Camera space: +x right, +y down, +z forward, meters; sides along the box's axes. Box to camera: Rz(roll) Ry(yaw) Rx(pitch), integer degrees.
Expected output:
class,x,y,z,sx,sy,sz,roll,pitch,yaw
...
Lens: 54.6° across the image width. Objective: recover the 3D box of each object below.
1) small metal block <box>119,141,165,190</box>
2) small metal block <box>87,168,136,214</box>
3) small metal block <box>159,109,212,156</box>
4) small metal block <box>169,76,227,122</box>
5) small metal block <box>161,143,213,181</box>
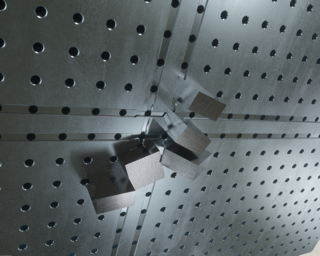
class,x,y,z,sx,sy,sz,roll,pitch,yaw
small metal block,-0.024,0.053,0.430,0.050,0.025,0.050,-22,127,-16
small metal block,-0.065,0.082,0.409,0.050,0.050,0.025,-8,122,-24
small metal block,0.033,0.006,0.416,0.050,0.050,0.025,29,102,-38
small metal block,0.048,-0.037,0.397,0.050,0.050,0.025,20,108,-36
small metal block,0.037,0.042,0.428,0.050,0.050,0.025,-26,137,-56
